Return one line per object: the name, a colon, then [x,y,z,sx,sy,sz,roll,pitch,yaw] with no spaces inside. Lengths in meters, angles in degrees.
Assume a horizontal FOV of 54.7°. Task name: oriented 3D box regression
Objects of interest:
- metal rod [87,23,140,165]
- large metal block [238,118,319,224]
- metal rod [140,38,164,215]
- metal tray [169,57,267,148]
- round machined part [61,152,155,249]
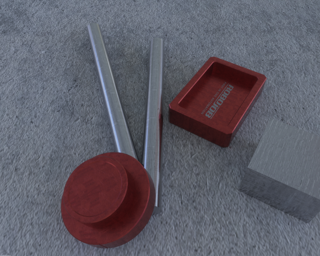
metal rod: [-0.076,-0.064,0.456,0.025,0.025,0.300,-12,51,-10]
large metal block: [0.146,0.046,0.350,0.080,0.050,0.080,24,54,18]
metal rod: [-0.008,-0.027,0.425,0.025,0.025,0.300,1,50,0]
metal tray: [0.082,-0.042,0.436,0.090,0.030,0.131,26,54,20]
round machined part: [-0.058,0.068,0.316,0.098,0.042,0.098,-8,57,14]
